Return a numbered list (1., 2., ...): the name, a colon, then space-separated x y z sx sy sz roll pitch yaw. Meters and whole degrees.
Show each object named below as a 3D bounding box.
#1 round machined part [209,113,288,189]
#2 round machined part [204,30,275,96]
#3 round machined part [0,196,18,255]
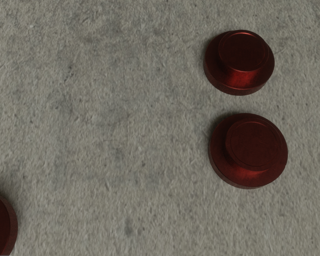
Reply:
1. round machined part: 0.113 0.026 0.391 0.099 0.042 0.098 0 70 -1
2. round machined part: 0.113 -0.098 0.436 0.099 0.042 0.098 0 70 -1
3. round machined part: -0.211 0.121 0.352 0.099 0.042 0.098 0 70 -1
